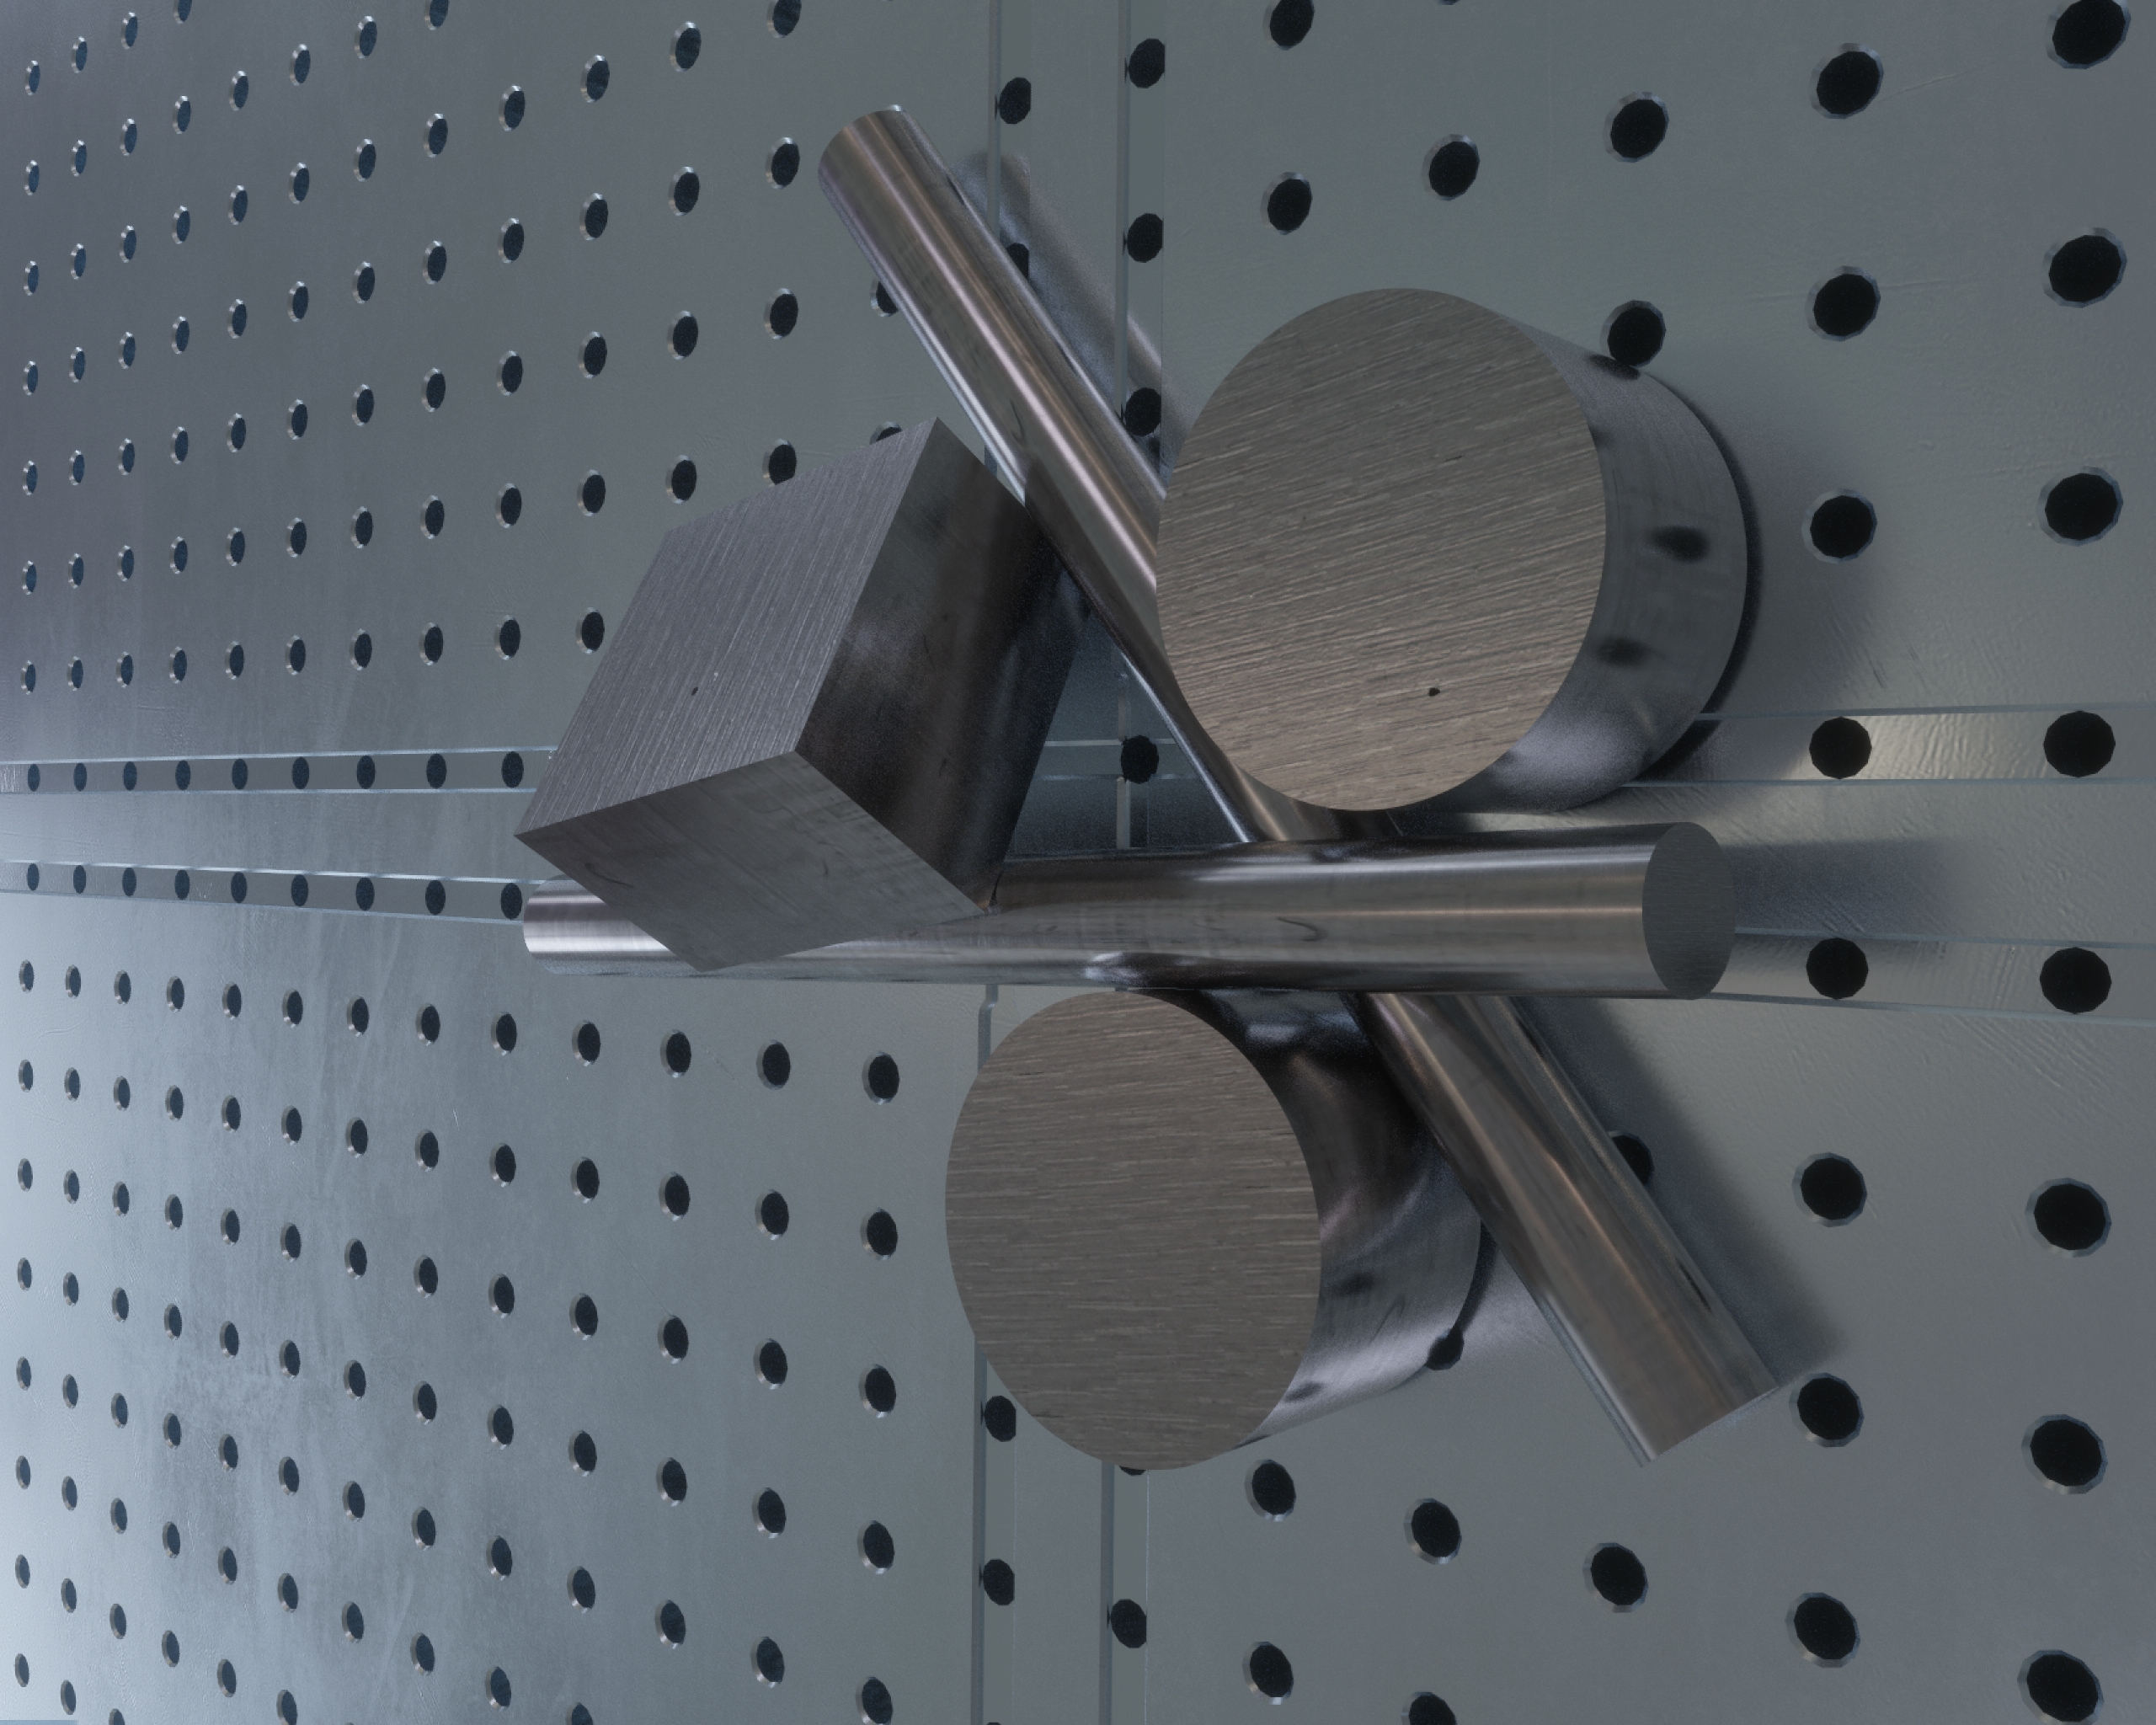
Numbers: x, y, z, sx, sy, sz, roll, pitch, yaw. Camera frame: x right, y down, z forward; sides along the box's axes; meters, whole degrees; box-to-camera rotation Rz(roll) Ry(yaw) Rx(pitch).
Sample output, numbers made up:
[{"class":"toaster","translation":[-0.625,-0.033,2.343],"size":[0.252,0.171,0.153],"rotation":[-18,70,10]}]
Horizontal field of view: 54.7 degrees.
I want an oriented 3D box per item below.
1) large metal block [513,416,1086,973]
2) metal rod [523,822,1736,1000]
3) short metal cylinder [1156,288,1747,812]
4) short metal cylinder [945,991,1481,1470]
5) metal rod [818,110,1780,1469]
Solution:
[{"class":"large metal block","translation":[-0.052,-0.030,0.407],"size":[0.080,0.050,0.080],"rotation":[-13,47,39]},{"class":"metal rod","translation":[-0.019,0.011,0.398],"size":[0.300,0.025,0.025],"rotation":[-2,89,46]},{"class":"short metal cylinder","translation":[0.060,-0.048,0.339],"size":[0.080,0.050,0.079],"rotation":[0,90,40]},{"class":"short metal cylinder","translation":[0.023,0.061,0.369],"size":[0.080,0.050,0.079],"rotation":[0,90,40]},{"class":"metal rod","translation":[0.027,-0.030,0.382],"size":[0.025,0.025,0.299],"rotation":[-45,63,30]}]
